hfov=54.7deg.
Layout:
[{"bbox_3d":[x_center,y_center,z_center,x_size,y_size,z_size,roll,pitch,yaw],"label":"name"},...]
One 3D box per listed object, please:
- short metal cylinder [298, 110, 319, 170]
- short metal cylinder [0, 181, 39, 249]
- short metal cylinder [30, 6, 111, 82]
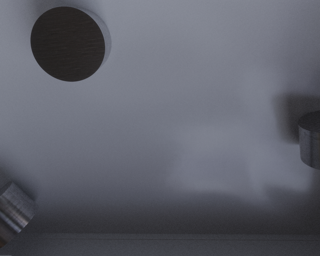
[{"bbox_3d":[0.219,0.013,0.390,0.080,0.080,0.050,-12,110,4],"label":"short metal cylinder"},{"bbox_3d":[-0.216,0.119,0.423,0.080,0.080,0.050,-35,107,12],"label":"short metal cylinder"},{"bbox_3d":[-0.100,-0.098,0.360,0.081,0.050,0.079,0,110,-1],"label":"short metal cylinder"}]
